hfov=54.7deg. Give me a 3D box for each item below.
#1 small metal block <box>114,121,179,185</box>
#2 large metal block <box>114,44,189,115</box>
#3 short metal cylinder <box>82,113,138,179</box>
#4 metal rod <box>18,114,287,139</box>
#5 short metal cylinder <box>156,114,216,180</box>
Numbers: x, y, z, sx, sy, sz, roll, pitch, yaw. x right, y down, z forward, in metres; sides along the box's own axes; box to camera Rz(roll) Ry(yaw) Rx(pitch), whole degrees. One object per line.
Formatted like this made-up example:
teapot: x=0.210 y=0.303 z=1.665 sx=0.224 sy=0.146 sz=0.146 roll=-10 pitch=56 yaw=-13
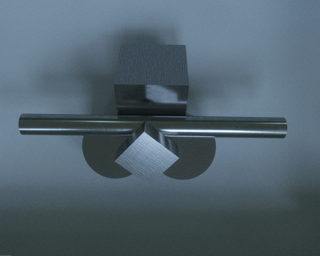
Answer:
small metal block: x=-0.014 y=0.029 z=0.349 sx=0.050 sy=0.025 sz=0.050 roll=38 pitch=112 yaw=-19
large metal block: x=-0.009 y=-0.058 z=0.377 sx=0.081 sy=0.050 sz=0.080 roll=1 pitch=47 yaw=0
short metal cylinder: x=-0.053 y=0.021 z=0.397 sx=0.081 sy=0.050 sz=0.079 roll=0 pitch=90 yaw=-1
metal rod: x=-0.007 y=-0.002 z=0.360 sx=0.302 sy=0.025 sz=0.025 roll=1 pitch=90 yaw=-1
short metal cylinder: x=0.027 y=0.023 z=0.398 sx=0.081 sy=0.050 sz=0.079 roll=0 pitch=90 yaw=-1
